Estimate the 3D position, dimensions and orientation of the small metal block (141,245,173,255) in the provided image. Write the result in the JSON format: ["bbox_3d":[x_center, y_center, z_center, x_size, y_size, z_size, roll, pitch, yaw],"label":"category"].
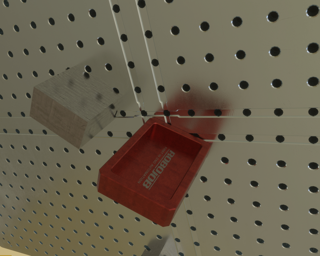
[{"bbox_3d":[-0.001,0.245,0.563,0.050,0.025,0.050,-27,104,37],"label":"small metal block"}]

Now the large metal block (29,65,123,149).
[{"bbox_3d":[-0.111,-0.030,0.416,0.080,0.080,0.050,33,129,6],"label":"large metal block"}]

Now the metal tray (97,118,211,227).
[{"bbox_3d":[-0.002,0.044,0.372,0.090,0.131,0.030,25,127,13],"label":"metal tray"}]
